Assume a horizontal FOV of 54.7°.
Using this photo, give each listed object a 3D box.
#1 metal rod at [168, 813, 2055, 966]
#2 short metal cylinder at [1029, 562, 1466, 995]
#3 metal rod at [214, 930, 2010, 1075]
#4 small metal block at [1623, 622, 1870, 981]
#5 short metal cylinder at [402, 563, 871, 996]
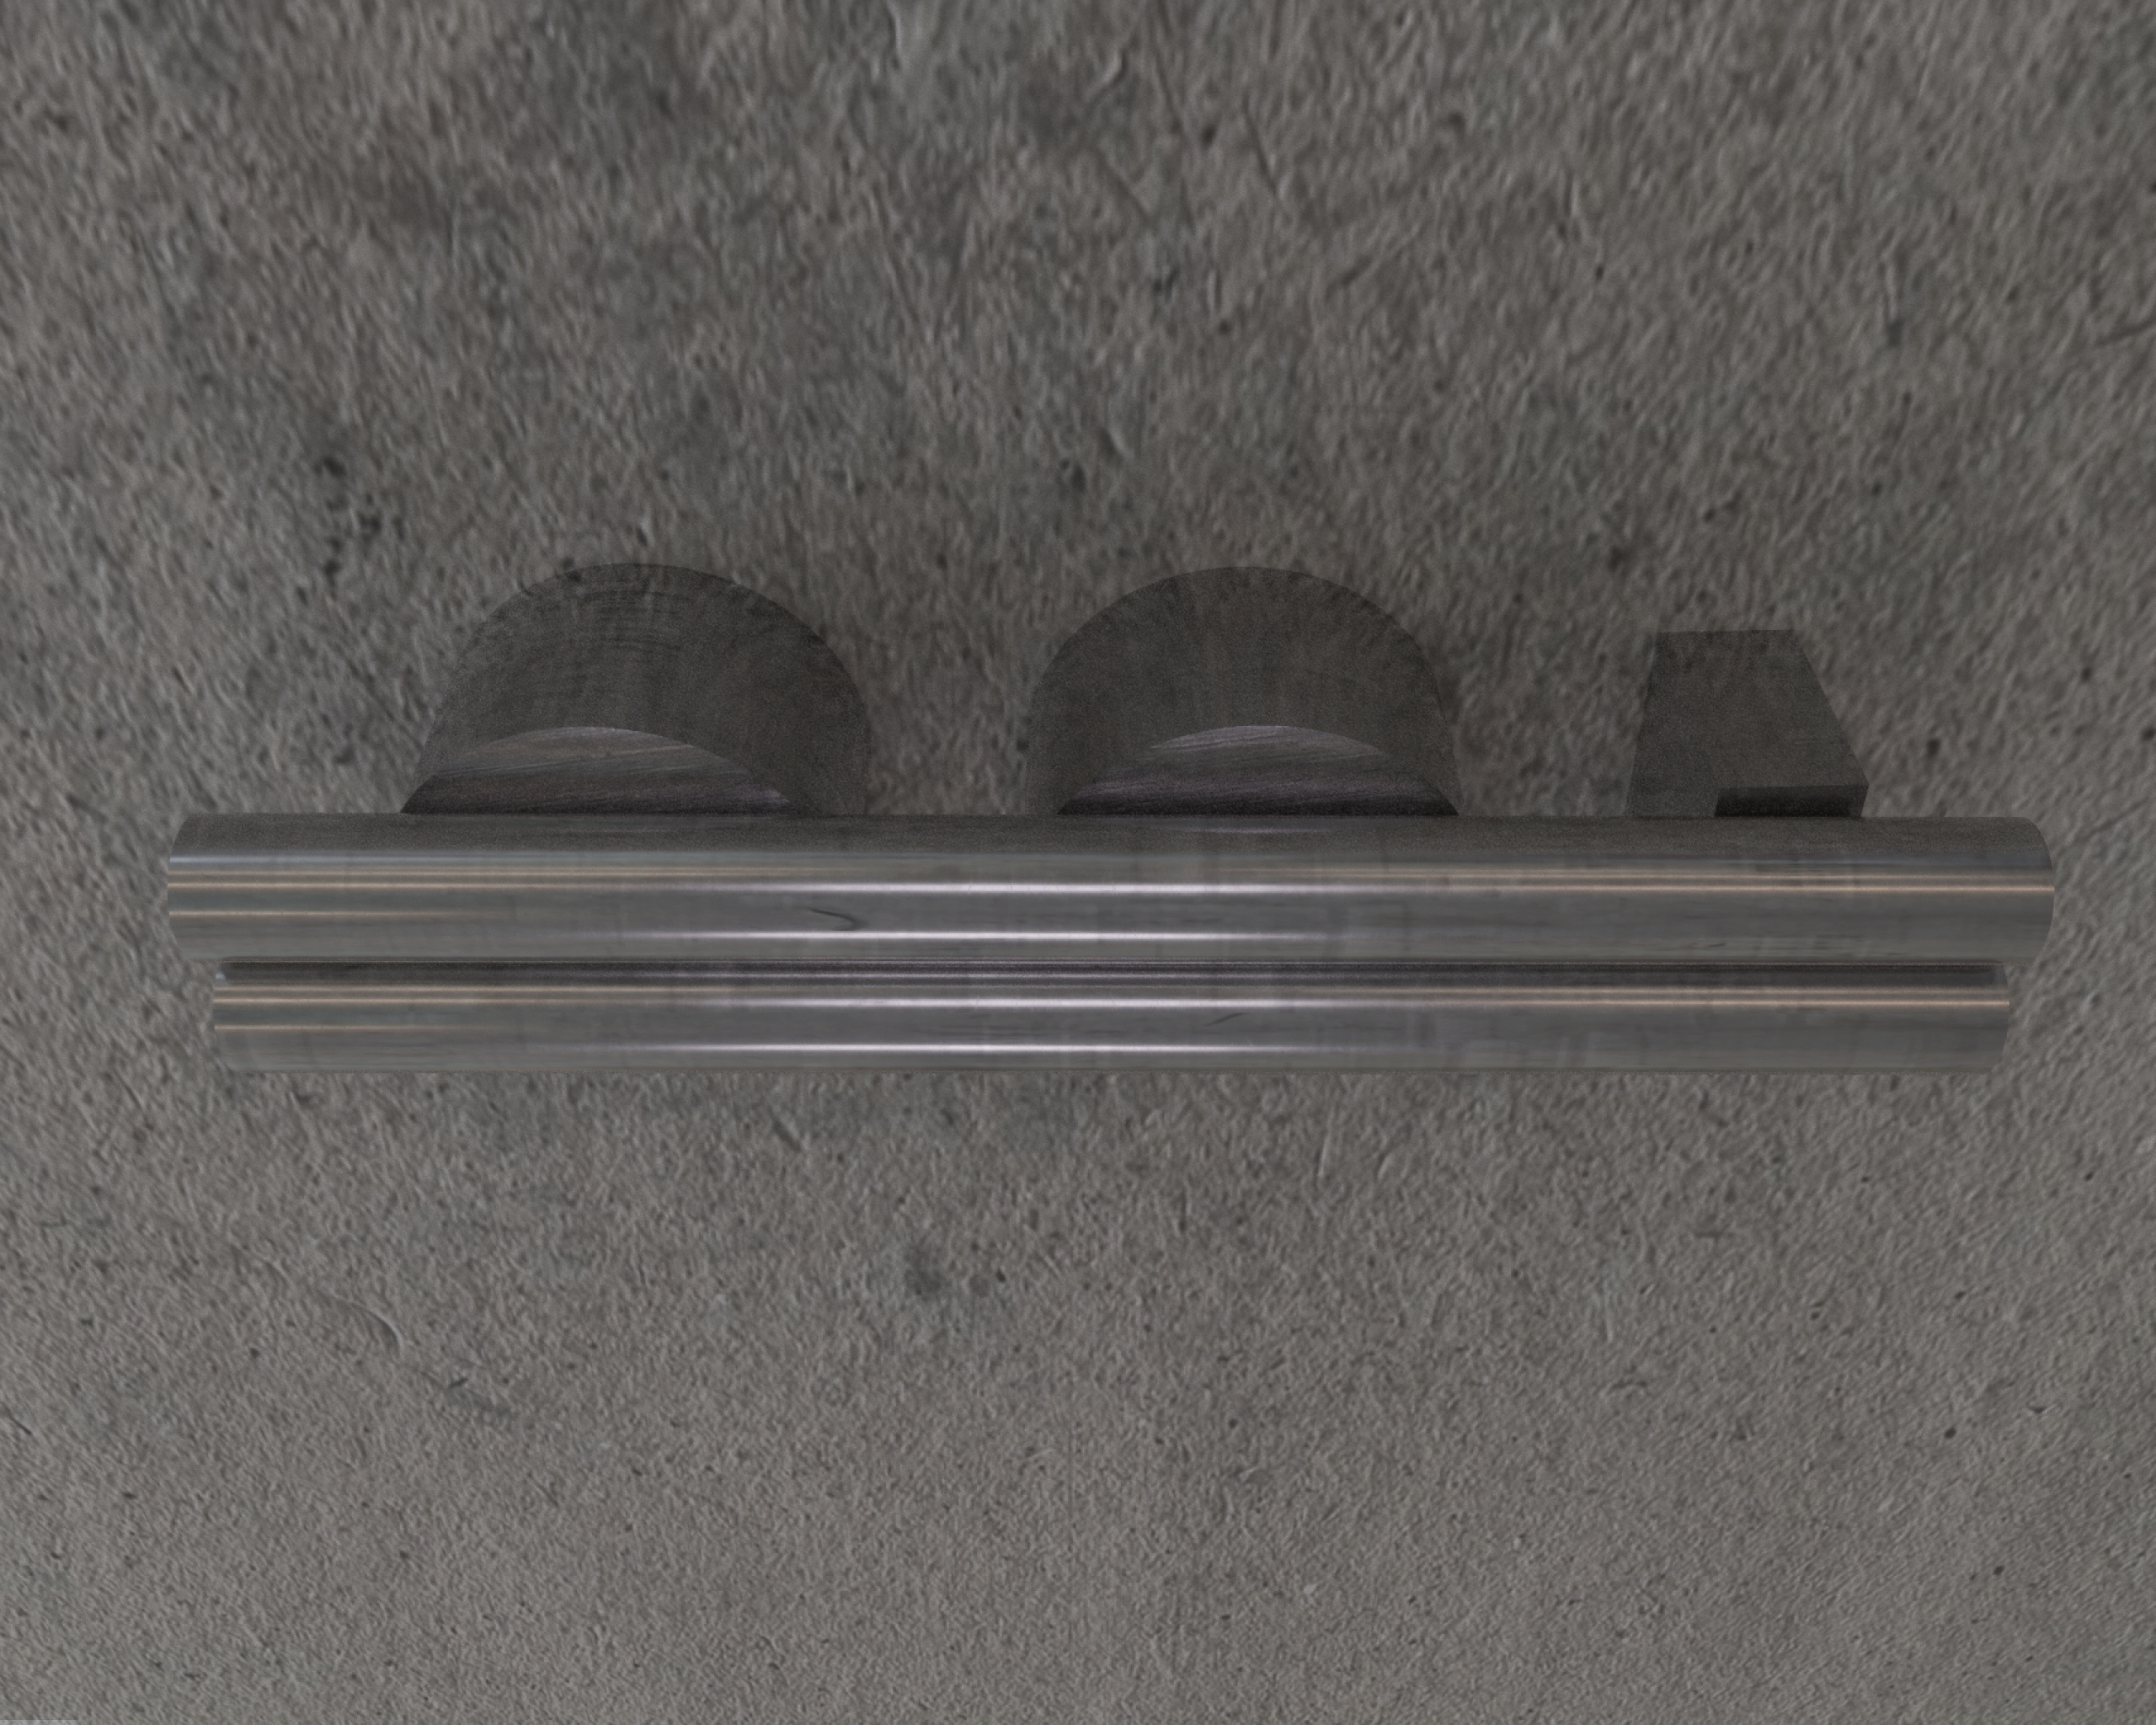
[{"bbox_3d":[0.006,0.004,0.346,0.302,0.025,0.025,0,130,-1],"label":"metal rod"},{"bbox_3d":[0.030,-0.008,0.386,0.081,0.050,0.079,0,130,0],"label":"short metal cylinder"},{"bbox_3d":[0.006,0.024,0.363,0.302,0.025,0.025,0,130,-1],"label":"metal rod"},{"bbox_3d":[0.121,-0.010,0.387,0.025,0.050,0.050,-1,130,1],"label":"small metal block"},{"bbox_3d":[-0.080,-0.008,0.384,0.081,0.050,0.079,0,130,0],"label":"short metal cylinder"}]
